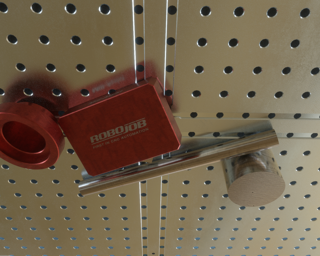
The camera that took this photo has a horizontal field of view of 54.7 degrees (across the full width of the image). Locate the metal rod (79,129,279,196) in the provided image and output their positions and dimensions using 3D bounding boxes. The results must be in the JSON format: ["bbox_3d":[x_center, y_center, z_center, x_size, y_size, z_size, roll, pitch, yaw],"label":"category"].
[{"bbox_3d":[0.019,0.054,0.458,0.301,0.025,0.025,-16,129,13],"label":"metal rod"}]

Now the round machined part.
[{"bbox_3d":[-0.169,0.005,0.396,0.099,0.042,0.097,6,132,6],"label":"round machined part"}]

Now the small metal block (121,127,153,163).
[{"bbox_3d":[-0.031,0.019,0.428,0.050,0.025,0.050,9,130,-8],"label":"small metal block"}]

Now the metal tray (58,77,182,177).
[{"bbox_3d":[-0.049,0.001,0.391,0.130,0.030,0.090,-19,110,15],"label":"metal tray"}]

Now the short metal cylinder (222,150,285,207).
[{"bbox_3d":[0.137,0.072,0.459,0.081,0.050,0.079,0,130,0],"label":"short metal cylinder"}]
